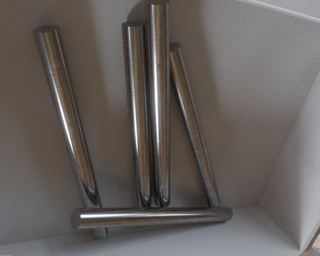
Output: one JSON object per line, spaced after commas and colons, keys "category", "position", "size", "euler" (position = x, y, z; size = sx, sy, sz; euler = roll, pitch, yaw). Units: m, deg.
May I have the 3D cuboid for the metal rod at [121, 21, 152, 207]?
{"category": "metal rod", "position": [-0.026, 0.016, 0.405], "size": [0.025, 0.025, 0.298], "euler": [-15, 125, -21]}

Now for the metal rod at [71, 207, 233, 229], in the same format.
{"category": "metal rod", "position": [0.011, 0.133, 0.469], "size": [0.302, 0.025, 0.025], "euler": [12, 112, -41]}

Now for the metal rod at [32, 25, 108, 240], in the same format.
{"category": "metal rod", "position": [-0.098, 0.030, 0.374], "size": [0.025, 0.025, 0.298], "euler": [-17, 126, -19]}

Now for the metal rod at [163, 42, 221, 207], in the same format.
{"category": "metal rod", "position": [0.052, 0.018, 0.450], "size": [0.025, 0.025, 0.299], "euler": [-29, 129, -11]}

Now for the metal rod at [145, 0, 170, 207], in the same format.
{"category": "metal rod", "position": [0.000, -0.006, 0.396], "size": [0.025, 0.025, 0.298], "euler": [-16, 129, -19]}
